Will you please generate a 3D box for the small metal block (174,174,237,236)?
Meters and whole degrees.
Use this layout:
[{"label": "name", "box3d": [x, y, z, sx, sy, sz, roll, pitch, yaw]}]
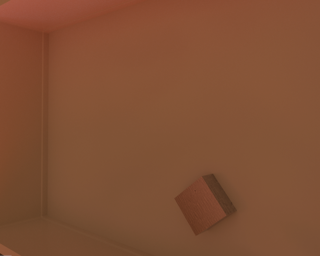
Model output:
[{"label": "small metal block", "box3d": [0.052, 0.090, 0.364, 0.050, 0.025, 0.050, -46, 63, 30]}]
